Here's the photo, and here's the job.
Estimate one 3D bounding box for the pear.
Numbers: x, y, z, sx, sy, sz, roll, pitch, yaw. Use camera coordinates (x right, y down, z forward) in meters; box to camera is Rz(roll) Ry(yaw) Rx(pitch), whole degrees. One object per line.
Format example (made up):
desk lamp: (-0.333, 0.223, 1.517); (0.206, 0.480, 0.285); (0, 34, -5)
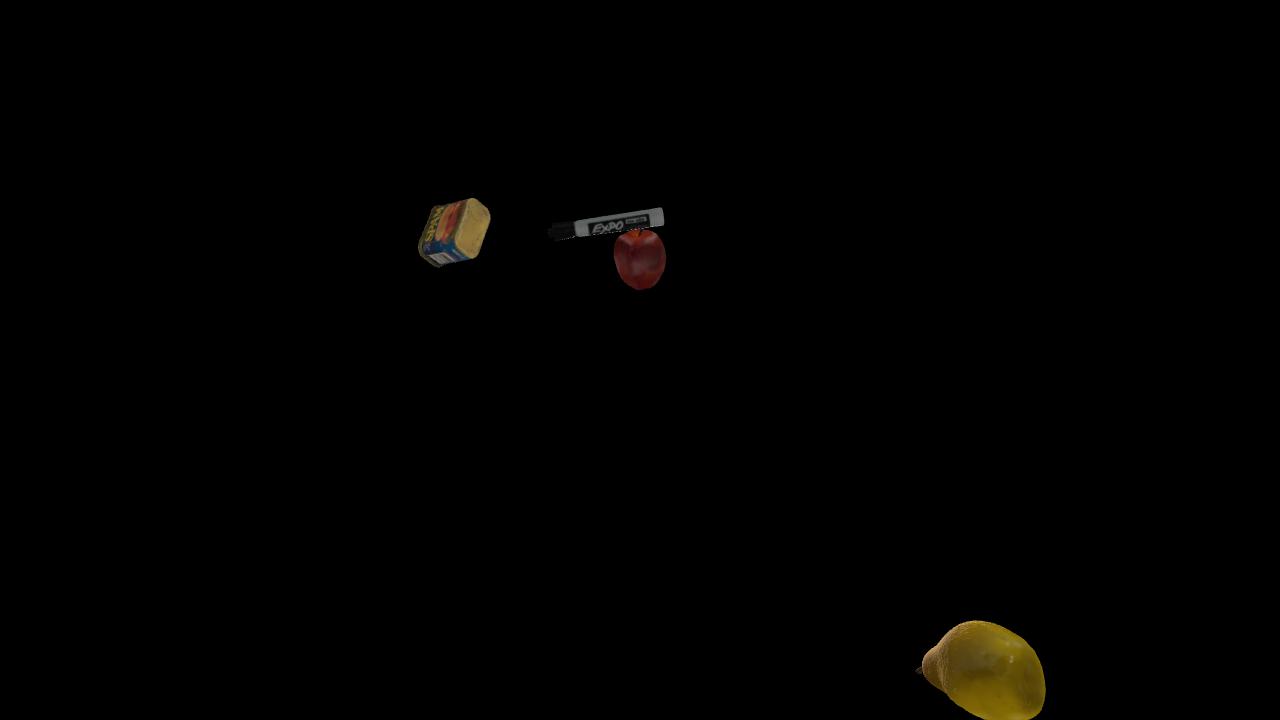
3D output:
pear: (0.271, 0.257, 0.516); (0.080, 0.080, 0.111); (0, -15, -35)

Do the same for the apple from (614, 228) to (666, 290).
apple: (0.002, -0.152, 0.920); (0.079, 0.093, 0.079); (-2, 32, 1)

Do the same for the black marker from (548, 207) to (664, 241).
black marker: (-0.036, -0.141, 0.640); (0.121, 0.020, 0.020); (-9, 0, -2)

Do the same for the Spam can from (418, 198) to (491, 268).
Spam can: (-0.297, -0.205, 0.990); (0.085, 0.101, 0.058); (-2, -26, 32)
